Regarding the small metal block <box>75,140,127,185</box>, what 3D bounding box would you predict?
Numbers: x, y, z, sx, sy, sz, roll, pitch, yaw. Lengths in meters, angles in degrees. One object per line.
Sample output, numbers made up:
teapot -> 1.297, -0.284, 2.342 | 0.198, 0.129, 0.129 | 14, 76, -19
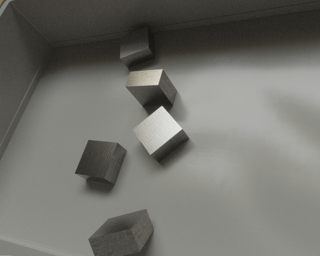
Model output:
small metal block -> -0.079, 0.046, 0.418 | 0.050, 0.025, 0.050 | 4, 63, 29

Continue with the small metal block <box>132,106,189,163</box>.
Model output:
small metal block -> 0.001, 0.008, 0.400 | 0.050, 0.025, 0.050 | -39, 51, 1

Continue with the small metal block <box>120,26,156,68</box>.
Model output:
small metal block -> -0.036, -0.131, 0.504 | 0.050, 0.025, 0.050 | -16, 55, 18

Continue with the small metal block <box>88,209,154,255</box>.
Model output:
small metal block -> -0.040, 0.115, 0.336 | 0.050, 0.050, 0.025 | -19, 93, 17

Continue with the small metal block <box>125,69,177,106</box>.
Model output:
small metal block -> -0.011, -0.054, 0.427 | 0.050, 0.050, 0.025 | 1, 63, 28
